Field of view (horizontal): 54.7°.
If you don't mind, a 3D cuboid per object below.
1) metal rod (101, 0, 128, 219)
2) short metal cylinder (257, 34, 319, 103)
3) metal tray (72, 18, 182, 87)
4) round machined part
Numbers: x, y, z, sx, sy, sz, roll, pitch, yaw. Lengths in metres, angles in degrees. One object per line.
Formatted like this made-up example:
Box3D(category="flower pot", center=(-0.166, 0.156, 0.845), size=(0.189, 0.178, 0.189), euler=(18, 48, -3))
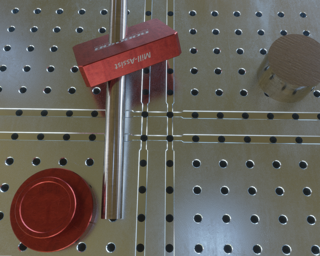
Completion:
Box3D(category="metal rod", center=(-0.058, -0.037, 0.405), size=(0.025, 0.025, 0.299), euler=(0, 77, 0))
Box3D(category="short metal cylinder", center=(0.182, -0.082, 0.429), size=(0.081, 0.050, 0.080), euler=(0, 70, 0))
Box3D(category="metal tray", center=(-0.048, -0.106, 0.422), size=(0.131, 0.030, 0.090), euler=(-21, 35, -8))
Box3D(category="round machined part", center=(-0.129, 0.095, 0.367), size=(0.099, 0.042, 0.098), euler=(0, 70, 0))
